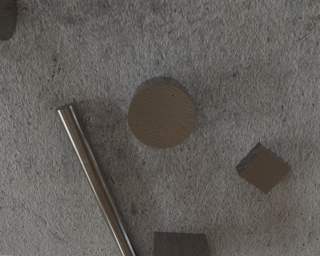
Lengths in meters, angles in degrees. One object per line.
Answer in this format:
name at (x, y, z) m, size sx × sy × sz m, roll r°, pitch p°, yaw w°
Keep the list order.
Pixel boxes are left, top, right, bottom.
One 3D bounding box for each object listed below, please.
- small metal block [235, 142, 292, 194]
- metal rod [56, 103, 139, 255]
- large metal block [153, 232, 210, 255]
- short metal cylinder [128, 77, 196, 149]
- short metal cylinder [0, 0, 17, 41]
small metal block at (0.143, 0.056, 0.433) m, size 0.050 × 0.025 × 0.050 m, roll 35°, pitch 106°, yaw -12°
metal rod at (-0.077, 0.106, 0.447) m, size 0.025 × 0.025 × 0.298 m, roll -17°, pitch 110°, yaw 5°
large metal block at (0.030, 0.201, 0.455) m, size 0.081 × 0.080 × 0.050 m, roll 3°, pitch 110°, yaw -2°
short metal cylinder at (0.002, -0.021, 0.389) m, size 0.081 × 0.050 × 0.079 m, roll 0°, pitch 110°, yaw -1°
short metal cylinder at (-0.195, -0.134, 0.328) m, size 0.050 × 0.080 × 0.079 m, roll 0°, pitch 110°, yaw -1°
